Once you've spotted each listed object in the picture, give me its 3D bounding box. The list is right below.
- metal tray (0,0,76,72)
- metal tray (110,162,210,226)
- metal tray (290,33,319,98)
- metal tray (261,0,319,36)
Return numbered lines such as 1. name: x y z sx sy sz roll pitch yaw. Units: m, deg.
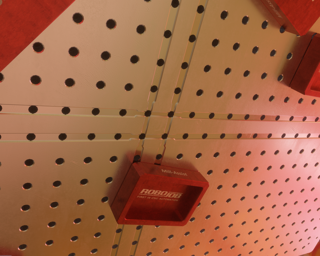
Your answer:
1. metal tray: -0.140 -0.114 0.261 0.130 0.030 0.090 -43 129 2
2. metal tray: 0.002 0.104 0.472 0.131 0.030 0.090 14 111 -34
3. metal tray: 0.282 -0.093 0.502 0.131 0.030 0.089 4 116 -30
4. metal tray: 0.168 -0.188 0.382 0.131 0.030 0.090 29 102 -38
